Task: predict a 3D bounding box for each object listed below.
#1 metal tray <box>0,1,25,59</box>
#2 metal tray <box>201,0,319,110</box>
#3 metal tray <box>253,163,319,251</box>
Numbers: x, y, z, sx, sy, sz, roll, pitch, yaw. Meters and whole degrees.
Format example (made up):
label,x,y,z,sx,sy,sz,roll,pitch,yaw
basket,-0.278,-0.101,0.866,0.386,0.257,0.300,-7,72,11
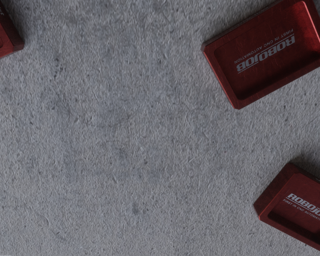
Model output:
label,x,y,z,sx,sy,sz,roll,pitch,yaw
metal tray,-0.232,-0.135,0.355,0.090,0.030,0.129,-21,109,7
metal tray,0.127,-0.092,0.374,0.130,0.030,0.090,-29,108,10
metal tray,0.217,0.119,0.452,0.131,0.030,0.090,29,107,-10
